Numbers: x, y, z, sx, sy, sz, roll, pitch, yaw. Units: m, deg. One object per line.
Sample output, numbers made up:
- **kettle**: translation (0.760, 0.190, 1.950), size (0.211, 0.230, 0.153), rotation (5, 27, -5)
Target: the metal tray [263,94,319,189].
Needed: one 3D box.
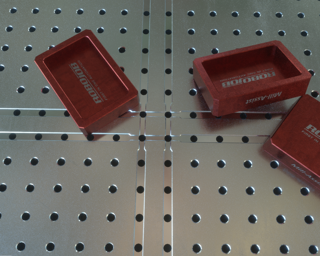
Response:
- **metal tray**: translation (0.216, 0.027, 0.402), size (0.130, 0.030, 0.090), rotation (37, 74, 12)

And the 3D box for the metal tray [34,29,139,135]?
- **metal tray**: translation (-0.101, -0.066, 0.431), size (0.090, 0.030, 0.130), rotation (-34, 74, -12)

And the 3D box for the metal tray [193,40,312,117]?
- **metal tray**: translation (0.120, -0.070, 0.419), size (0.131, 0.030, 0.090), rotation (-14, 49, -6)
